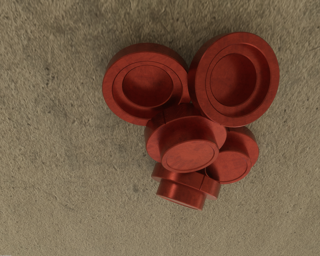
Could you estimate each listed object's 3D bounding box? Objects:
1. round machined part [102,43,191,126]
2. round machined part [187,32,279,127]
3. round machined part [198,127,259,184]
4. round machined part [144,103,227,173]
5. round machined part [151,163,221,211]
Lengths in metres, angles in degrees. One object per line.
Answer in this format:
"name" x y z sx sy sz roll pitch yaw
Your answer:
"round machined part" -0.014 -0.052 0.353 0.099 0.042 0.097 -1 130 0
"round machined part" 0.075 -0.053 0.336 0.099 0.042 0.097 -5 105 -17
"round machined part" 0.089 0.042 0.434 0.099 0.042 0.097 -1 130 0
"round machined part" 0.032 0.019 0.371 0.099 0.042 0.097 -7 141 -5
"round machined part" 0.033 0.086 0.438 0.098 0.042 0.098 18 165 6
